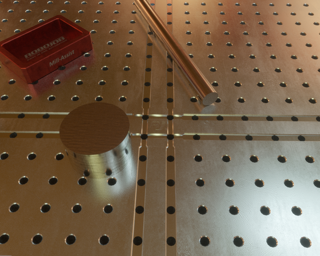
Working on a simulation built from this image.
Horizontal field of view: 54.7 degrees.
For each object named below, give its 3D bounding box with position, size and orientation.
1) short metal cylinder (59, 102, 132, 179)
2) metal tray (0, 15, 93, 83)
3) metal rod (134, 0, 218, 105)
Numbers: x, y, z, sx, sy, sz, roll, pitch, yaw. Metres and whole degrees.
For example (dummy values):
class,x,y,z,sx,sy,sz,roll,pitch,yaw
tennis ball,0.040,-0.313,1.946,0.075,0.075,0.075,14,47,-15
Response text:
class,x,y,z,sx,sy,sz,roll,pitch,yaw
short metal cylinder,-0.076,0.014,0.379,0.080,0.050,0.080,0,50,0
metal tray,-0.191,-0.136,0.516,0.090,0.030,0.131,35,58,26
metal rod,0.016,-0.148,0.531,0.025,0.025,0.300,-17,52,-14
